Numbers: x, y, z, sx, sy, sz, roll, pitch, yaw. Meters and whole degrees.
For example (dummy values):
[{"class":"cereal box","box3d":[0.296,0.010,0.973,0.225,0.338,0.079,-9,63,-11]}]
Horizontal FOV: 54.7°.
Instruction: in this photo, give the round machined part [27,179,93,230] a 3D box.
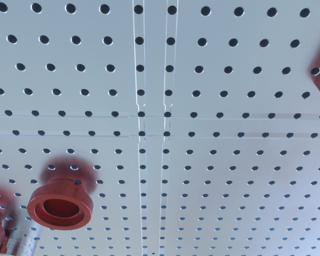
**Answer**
[{"class":"round machined part","box3d":[-0.157,0.121,0.501,0.099,0.042,0.097,-1,130,0]}]

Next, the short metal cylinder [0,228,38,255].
[{"class":"short metal cylinder","box3d":[-0.284,0.237,0.593,0.081,0.050,0.079,-1,130,0]}]

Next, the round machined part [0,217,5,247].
[{"class":"round machined part","box3d":[-0.320,0.176,0.541,0.099,0.042,0.097,1,125,2]}]

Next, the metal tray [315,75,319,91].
[{"class":"metal tray","box3d":[0.244,-0.086,0.338,0.091,0.030,0.129,6,130,-6]}]
